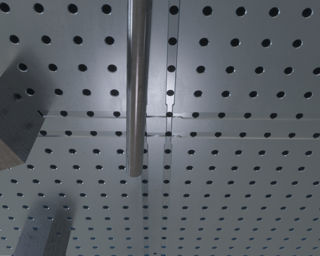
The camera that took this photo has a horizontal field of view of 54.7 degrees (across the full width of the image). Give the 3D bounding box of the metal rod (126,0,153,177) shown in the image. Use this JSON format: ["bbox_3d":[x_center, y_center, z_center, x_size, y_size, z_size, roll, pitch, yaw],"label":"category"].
[{"bbox_3d":[-0.027,-0.048,0.370,0.025,0.025,0.298,3,130,-3],"label":"metal rod"}]

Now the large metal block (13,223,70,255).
[{"bbox_3d":[-0.223,0.234,0.573,0.080,0.080,0.050,-24,126,18],"label":"large metal block"}]

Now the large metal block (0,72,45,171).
[{"bbox_3d":[-0.194,-0.006,0.368,0.050,0.080,0.080,-18,128,14],"label":"large metal block"}]
